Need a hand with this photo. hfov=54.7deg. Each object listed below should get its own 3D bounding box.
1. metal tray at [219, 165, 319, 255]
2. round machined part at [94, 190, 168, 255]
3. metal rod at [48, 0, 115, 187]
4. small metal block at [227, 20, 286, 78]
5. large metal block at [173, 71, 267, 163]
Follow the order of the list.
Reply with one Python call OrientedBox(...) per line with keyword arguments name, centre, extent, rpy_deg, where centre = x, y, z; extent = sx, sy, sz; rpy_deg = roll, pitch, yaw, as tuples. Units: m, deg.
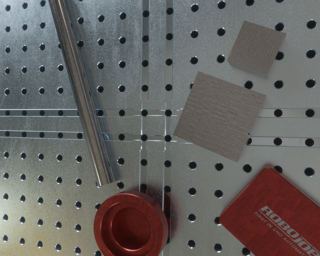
OrientedBox(name="metal tray", centre=(0.147, 0.117, 0.358), extent=(0.130, 0.030, 0.090), rpy_deg=(42, 103, 15))
OrientedBox(name="round machined part", centre=(-0.035, 0.132, 0.415), extent=(0.098, 0.042, 0.097), rpy_deg=(0, 90, 19))
OrientedBox(name="metal rod", centre=(-0.117, -0.063, 0.452), extent=(0.025, 0.025, 0.298), rpy_deg=(-18, 84, 19))
OrientedBox(name="small metal block", centre=(0.116, -0.094, 0.372), extent=(0.050, 0.025, 0.050), rpy_deg=(25, 98, 18))
OrientedBox(name="large metal block", centre=(0.073, -0.014, 0.373), extent=(0.080, 0.050, 0.080), rpy_deg=(24, 98, 18))
